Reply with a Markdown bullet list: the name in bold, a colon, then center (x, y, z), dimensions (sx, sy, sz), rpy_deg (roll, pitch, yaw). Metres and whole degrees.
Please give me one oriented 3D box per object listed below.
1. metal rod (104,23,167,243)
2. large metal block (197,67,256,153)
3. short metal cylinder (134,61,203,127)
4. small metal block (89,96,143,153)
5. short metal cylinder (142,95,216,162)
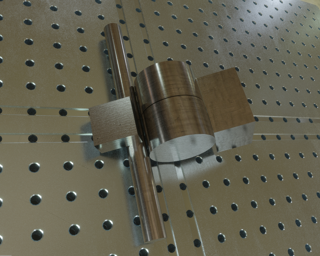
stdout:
- **metal rod**: center (-0.037, -0.013, 0.390), dimensions (0.025, 0.025, 0.299), rpy_deg (0, 62, -28)
- **large metal block**: center (0.089, -0.022, 0.420), dimensions (0.050, 0.080, 0.080), rpy_deg (-16, 65, 6)
- **short metal cylinder**: center (0.011, -0.042, 0.399), dimensions (0.081, 0.080, 0.050), rpy_deg (0, 62, -28)
- **small metal block**: center (-0.052, -0.004, 0.363), dimensions (0.050, 0.025, 0.050), rpy_deg (-16, 64, 3)
- **short metal cylinder**: center (0.022, 0.003, 0.377), dimensions (0.081, 0.080, 0.050), rpy_deg (0, 62, -28)
